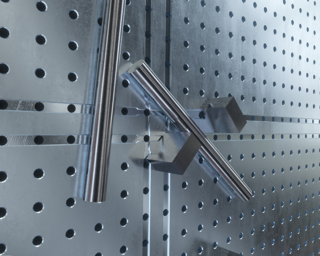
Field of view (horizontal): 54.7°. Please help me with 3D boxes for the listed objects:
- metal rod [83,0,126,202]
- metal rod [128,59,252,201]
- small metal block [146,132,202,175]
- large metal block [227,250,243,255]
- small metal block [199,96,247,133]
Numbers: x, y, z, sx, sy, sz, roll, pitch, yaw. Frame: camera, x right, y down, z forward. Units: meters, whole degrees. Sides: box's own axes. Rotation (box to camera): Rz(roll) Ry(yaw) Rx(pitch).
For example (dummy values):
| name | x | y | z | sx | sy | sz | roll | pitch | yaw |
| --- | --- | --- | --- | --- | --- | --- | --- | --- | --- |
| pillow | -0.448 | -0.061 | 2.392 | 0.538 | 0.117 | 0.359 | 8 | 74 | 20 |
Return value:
| name | x | y | z | sx | sy | sz | roll | pitch | yaw |
| --- | --- | --- | --- | --- | --- | --- | --- | --- | --- |
| metal rod | -0.060 | -0.067 | 0.358 | 0.025 | 0.025 | 0.298 | 9 | 85 | -40 |
| metal rod | 0.058 | 0.019 | 0.457 | 0.300 | 0.025 | 0.025 | 47 | 62 | -30 |
| small metal block | 0.018 | 0.032 | 0.408 | 0.025 | 0.050 | 0.050 | 52 | 60 | -28 |
| large metal block | 0.157 | 0.250 | 0.506 | 0.080 | 0.080 | 0.050 | 41 | 65 | -32 |
| small metal block | 0.096 | -0.019 | 0.473 | 0.025 | 0.050 | 0.050 | -50 | 120 | -28 |
